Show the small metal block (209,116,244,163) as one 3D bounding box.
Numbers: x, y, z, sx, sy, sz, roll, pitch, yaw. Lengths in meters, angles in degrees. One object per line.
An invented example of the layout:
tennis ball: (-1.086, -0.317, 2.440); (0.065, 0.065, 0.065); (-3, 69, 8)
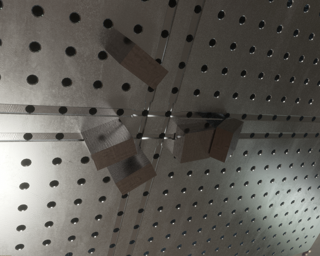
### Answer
small metal block: (0.100, 0.016, 0.463); (0.050, 0.025, 0.050); (-33, 140, -53)

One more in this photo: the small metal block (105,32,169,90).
small metal block: (-0.025, -0.073, 0.337); (0.050, 0.050, 0.025); (33, 100, -39)

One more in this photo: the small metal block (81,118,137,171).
small metal block: (-0.062, 0.018, 0.374); (0.050, 0.050, 0.025); (-22, 127, -15)

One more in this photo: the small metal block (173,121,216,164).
small metal block: (0.049, 0.020, 0.453); (0.050, 0.025, 0.050); (-8, 122, -25)

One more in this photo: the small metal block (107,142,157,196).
small metal block: (-0.040, 0.052, 0.407); (0.050, 0.050, 0.025); (-30, 129, -10)
